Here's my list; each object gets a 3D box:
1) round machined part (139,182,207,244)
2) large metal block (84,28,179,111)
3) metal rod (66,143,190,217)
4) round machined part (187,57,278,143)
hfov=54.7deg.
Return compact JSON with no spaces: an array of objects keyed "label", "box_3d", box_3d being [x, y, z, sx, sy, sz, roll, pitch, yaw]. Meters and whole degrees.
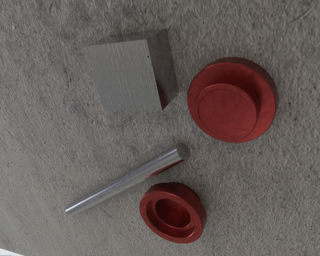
[{"label":"round machined part","box_3d":[0.023,0.119,0.458,0.098,0.042,0.097,13,124,21]},{"label":"large metal block","box_3d":[-0.031,-0.067,0.365,0.080,0.050,0.080,2,119,27]},{"label":"metal rod","box_3d":[-0.069,0.094,0.501,0.299,0.025,0.025,-32,101,38]},{"label":"round machined part","box_3d":[0.076,-0.024,0.341,0.098,0.042,0.097,13,124,21]}]
